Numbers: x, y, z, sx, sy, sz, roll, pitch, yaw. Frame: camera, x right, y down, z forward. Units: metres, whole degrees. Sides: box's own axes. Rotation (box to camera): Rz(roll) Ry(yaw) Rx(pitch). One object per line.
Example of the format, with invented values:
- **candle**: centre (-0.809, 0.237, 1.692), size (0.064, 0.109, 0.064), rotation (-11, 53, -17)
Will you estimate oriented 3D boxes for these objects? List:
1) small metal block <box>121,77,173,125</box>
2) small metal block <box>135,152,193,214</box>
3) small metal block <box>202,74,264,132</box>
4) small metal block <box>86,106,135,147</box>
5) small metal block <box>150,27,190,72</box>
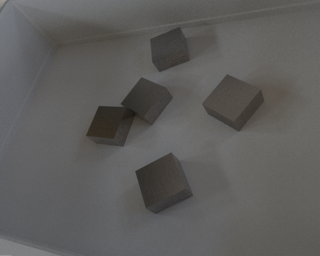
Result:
- **small metal block**: centre (-0.019, -0.039, 0.440), size (0.050, 0.025, 0.050), rotation (28, 77, 37)
- **small metal block**: centre (0.004, 0.065, 0.364), size (0.050, 0.025, 0.050), rotation (-29, 52, 10)
- **small metal block**: centre (0.089, -0.031, 0.378), size (0.050, 0.025, 0.050), rotation (-49, 52, -7)
- **small metal block**: centre (-0.071, -0.003, 0.445), size (0.050, 0.025, 0.050), rotation (4, 64, 30)
- **small metal block**: centre (0.015, -0.119, 0.472), size (0.050, 0.025, 0.050), rotation (-18, 55, 18)
